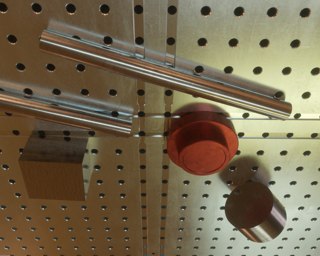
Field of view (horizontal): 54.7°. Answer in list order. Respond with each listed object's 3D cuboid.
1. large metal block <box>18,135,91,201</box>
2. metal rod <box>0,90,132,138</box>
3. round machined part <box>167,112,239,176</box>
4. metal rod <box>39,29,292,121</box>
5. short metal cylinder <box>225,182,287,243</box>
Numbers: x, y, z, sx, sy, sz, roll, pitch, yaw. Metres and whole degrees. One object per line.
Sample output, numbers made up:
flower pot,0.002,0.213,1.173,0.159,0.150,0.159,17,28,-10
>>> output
large metal block,-0.145,0.058,0.443,0.081,0.050,0.079,4,130,-4
metal rod,-0.185,-0.031,0.382,0.302,0.025,0.025,13,129,-11
round machined part,0.059,0.028,0.426,0.099,0.042,0.097,-1,130,0
metal rod,0.018,-0.057,0.363,0.302,0.025,0.025,14,129,-13
short metal cylinder,0.151,0.133,0.491,0.080,0.080,0.050,-30,124,22
